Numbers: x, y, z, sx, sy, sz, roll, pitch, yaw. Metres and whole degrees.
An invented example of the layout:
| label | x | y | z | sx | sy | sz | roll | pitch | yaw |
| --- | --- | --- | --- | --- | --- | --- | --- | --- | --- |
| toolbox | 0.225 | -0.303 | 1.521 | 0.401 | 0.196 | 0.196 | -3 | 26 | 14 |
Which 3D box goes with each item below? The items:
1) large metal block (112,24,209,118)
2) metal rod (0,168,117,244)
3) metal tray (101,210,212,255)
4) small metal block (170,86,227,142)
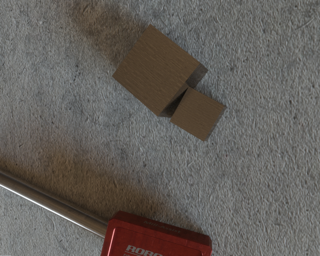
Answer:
| label | x | y | z | sx | sy | sz | roll | pitch | yaw |
| --- | --- | --- | --- | --- | --- | --- | --- | --- | --- |
| large metal block | 0.001 | -0.070 | 0.395 | 0.080 | 0.050 | 0.080 | 42 | 103 | 15 |
| metal rod | -0.190 | 0.102 | 0.474 | 0.301 | 0.025 | 0.025 | 19 | 96 | 18 |
| metal tray | -0.008 | 0.168 | 0.394 | 0.131 | 0.030 | 0.089 | 14 | 95 | 7 |
| small metal block | 0.049 | -0.018 | 0.391 | 0.050 | 0.025 | 0.050 | 32 | 100 | 16 |
